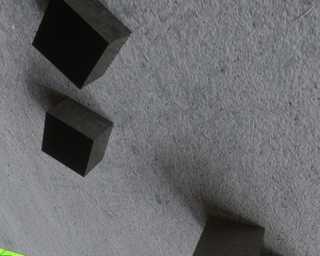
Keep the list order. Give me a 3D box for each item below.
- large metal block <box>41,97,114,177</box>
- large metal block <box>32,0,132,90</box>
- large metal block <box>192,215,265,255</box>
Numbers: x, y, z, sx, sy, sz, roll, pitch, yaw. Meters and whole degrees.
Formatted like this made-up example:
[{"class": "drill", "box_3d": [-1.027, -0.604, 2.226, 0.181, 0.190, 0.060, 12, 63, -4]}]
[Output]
[{"class": "large metal block", "box_3d": [-0.125, 0.014, 0.465, 0.080, 0.050, 0.079, 30, 128, 8]}, {"class": "large metal block", "box_3d": [-0.095, -0.108, 0.374, 0.080, 0.050, 0.080, 44, 129, -2]}, {"class": "large metal block", "box_3d": [0.097, 0.176, 0.429, 0.080, 0.080, 0.050, 7, 122, 24]}]
